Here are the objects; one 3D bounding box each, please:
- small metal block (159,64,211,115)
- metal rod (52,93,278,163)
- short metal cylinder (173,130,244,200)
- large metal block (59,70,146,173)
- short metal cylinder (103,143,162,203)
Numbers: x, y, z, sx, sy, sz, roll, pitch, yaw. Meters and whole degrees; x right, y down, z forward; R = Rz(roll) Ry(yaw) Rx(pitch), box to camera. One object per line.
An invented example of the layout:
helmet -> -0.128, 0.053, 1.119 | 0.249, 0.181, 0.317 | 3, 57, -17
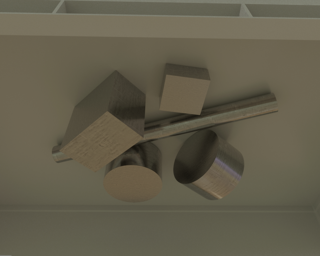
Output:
small metal block -> 0.028, -0.045, 0.369 | 0.050, 0.025, 0.050 | 7, 130, -6
metal rod -> -0.001, 0.003, 0.410 | 0.301, 0.025, 0.025 | -13, 129, 10
short metal cylinder -> 0.064, 0.049, 0.414 | 0.050, 0.080, 0.080 | 35, 122, -26
large metal block -> -0.064, -0.008, 0.364 | 0.080, 0.080, 0.050 | -36, 122, 26
short metal cylinder -> -0.037, 0.062, 0.442 | 0.081, 0.050, 0.079 | 0, 130, 0
